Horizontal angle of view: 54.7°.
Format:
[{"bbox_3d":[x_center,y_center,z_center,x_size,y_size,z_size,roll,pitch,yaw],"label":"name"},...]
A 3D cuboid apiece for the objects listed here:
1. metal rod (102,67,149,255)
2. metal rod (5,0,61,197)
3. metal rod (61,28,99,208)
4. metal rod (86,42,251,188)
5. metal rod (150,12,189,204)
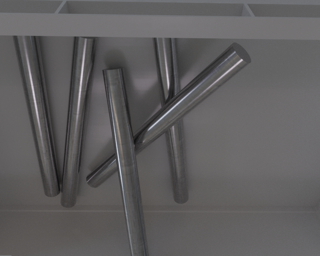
[{"bbox_3d":[-0.038,0.074,0.396,0.025,0.025,0.298,-5,107,4],"label":"metal rod"},{"bbox_3d":[-0.154,-0.013,0.396,0.025,0.025,0.298,5,130,-4],"label":"metal rod"},{"bbox_3d":[-0.114,0.011,0.416,0.025,0.025,0.298,11,129,-9],"label":"metal rod"},{"bbox_3d":[-0.012,0.005,0.385,0.025,0.025,0.299,30,132,-23],"label":"metal rod"},{"bbox_3d":[0.018,0.000,0.409,0.025,0.025,0.298,-5,130,4],"label":"metal rod"}]
